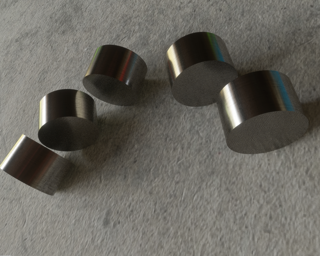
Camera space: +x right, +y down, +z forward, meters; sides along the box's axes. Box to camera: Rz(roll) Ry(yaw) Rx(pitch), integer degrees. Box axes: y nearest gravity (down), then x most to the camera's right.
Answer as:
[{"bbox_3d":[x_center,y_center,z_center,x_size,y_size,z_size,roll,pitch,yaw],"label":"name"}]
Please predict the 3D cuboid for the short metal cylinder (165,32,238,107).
[{"bbox_3d":[0.050,-0.071,0.385,0.080,0.080,0.050,-21,54,15],"label":"short metal cylinder"}]

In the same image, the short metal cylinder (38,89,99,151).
[{"bbox_3d":[-0.130,-0.010,0.441,0.080,0.080,0.050,-24,53,13],"label":"short metal cylinder"}]

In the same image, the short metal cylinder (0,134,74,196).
[{"bbox_3d":[-0.167,0.050,0.423,0.080,0.080,0.050,20,72,35],"label":"short metal cylinder"}]

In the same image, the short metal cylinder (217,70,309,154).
[{"bbox_3d":[0.104,-0.014,0.322,0.080,0.080,0.050,-18,55,17],"label":"short metal cylinder"}]

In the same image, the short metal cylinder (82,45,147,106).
[{"bbox_3d":[-0.064,-0.073,0.445,0.080,0.080,0.050,2,63,29],"label":"short metal cylinder"}]
